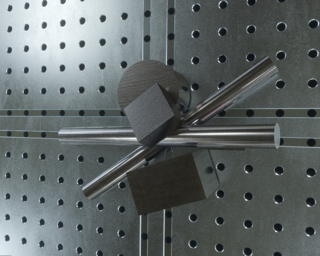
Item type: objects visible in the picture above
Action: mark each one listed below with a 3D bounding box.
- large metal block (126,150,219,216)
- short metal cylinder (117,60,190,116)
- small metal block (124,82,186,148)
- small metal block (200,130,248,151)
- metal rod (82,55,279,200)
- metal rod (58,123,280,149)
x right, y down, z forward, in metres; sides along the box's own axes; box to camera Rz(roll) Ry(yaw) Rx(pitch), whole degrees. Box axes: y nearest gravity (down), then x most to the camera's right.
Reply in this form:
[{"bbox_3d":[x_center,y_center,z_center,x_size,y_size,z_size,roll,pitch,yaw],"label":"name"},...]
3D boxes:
[{"bbox_3d":[0.018,0.061,0.372,0.080,0.080,0.050,-19,84,19],"label":"large metal block"},{"bbox_3d":[-0.007,-0.043,0.398,0.080,0.050,0.079,0,89,20],"label":"short metal cylinder"},{"bbox_3d":[-0.007,-0.014,0.349,0.050,0.025,0.050,-37,56,16],"label":"small metal block"},{"bbox_3d":[0.078,0.012,0.368,0.050,0.050,0.025,0,90,21],"label":"small metal block"},{"bbox_3d":[0.015,0.009,0.404,0.300,0.025,0.025,-36,79,16],"label":"metal rod"},{"bbox_3d":[-0.014,0.010,0.376,0.300,0.025,0.025,-1,90,33],"label":"metal rod"}]
